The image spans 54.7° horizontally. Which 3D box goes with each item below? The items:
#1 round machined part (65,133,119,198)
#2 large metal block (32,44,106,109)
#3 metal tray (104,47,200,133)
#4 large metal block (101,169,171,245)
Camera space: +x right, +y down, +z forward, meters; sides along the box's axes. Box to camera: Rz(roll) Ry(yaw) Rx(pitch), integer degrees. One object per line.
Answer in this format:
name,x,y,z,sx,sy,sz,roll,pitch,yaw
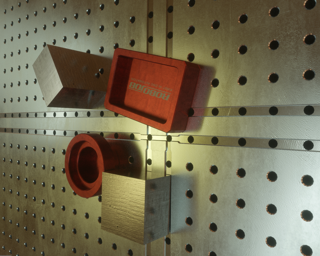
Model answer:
round machined part,-0.102,0.057,0.483,0.098,0.042,0.097,0,90,40
large metal block,-0.143,-0.078,0.492,0.050,0.081,0.080,-39,66,33
metal tray,-0.017,-0.054,0.419,0.130,0.030,0.089,21,103,38
large metal block,-0.034,0.102,0.421,0.080,0.050,0.079,3,92,40
